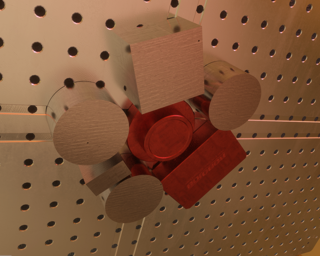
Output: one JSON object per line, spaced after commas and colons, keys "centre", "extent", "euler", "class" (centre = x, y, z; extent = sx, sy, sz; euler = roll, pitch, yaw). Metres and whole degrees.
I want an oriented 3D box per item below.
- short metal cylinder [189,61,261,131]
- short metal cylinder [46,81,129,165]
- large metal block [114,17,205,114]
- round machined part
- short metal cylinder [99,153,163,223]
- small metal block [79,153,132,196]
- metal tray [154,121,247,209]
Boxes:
{"centre": [0.086, -0.043, 0.414], "extent": [0.081, 0.050, 0.079], "euler": [-14, 124, -21], "class": "short metal cylinder"}
{"centre": [-0.081, -0.005, 0.346], "extent": [0.081, 0.050, 0.079], "euler": [-14, 124, -21], "class": "short metal cylinder"}
{"centre": [0.001, -0.072, 0.351], "extent": [0.081, 0.050, 0.079], "euler": [-20, 126, -17], "class": "large metal block"}
{"centre": [0.003, 0.004, 0.404], "extent": [0.099, 0.042, 0.097], "euler": [-14, 124, -21], "class": "round machined part"}
{"centre": [-0.042, 0.081, 0.421], "extent": [0.081, 0.050, 0.079], "euler": [-14, 124, -21], "class": "short metal cylinder"}
{"centre": [-0.070, 0.048, 0.385], "extent": [0.050, 0.050, 0.025], "euler": [-33, 129, -7], "class": "small metal block"}
{"centre": [0.062, 0.055, 0.475], "extent": [0.130, 0.030, 0.090], "euler": [-42, 129, 0], "class": "metal tray"}
